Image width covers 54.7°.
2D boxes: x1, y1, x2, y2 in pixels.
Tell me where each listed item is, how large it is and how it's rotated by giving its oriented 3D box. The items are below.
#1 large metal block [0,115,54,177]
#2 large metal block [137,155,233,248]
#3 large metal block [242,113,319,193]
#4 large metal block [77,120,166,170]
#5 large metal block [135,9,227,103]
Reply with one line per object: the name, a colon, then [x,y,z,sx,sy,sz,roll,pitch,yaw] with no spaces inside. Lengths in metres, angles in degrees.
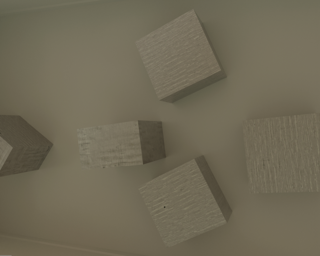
large metal block: [-0.224,0.023,0.458,0.080,0.080,0.050,36,102,16]
large metal block: [0.032,0.089,0.385,0.080,0.050,0.080,-29,81,17]
large metal block: [0.140,0.028,0.348,0.080,0.050,0.080,-6,88,19]
large metal block: [-0.046,0.021,0.396,0.080,0.080,0.050,-8,88,19]
large metal block: [0.027,-0.085,0.387,0.080,0.050,0.080,-25,82,18]
